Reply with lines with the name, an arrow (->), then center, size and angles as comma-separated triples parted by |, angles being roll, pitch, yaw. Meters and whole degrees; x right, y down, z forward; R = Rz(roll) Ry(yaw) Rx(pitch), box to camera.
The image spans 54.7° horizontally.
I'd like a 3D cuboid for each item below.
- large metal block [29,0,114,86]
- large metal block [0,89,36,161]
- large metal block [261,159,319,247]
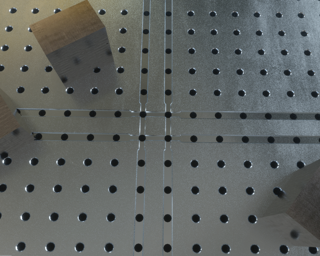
large metal block -> -0.116, -0.113, 0.423 | 0.080, 0.080, 0.050 | -30, 73, -10
large metal block -> -0.223, -0.002, 0.396 | 0.080, 0.050, 0.080 | -35, 74, -12
large metal block -> 0.171, 0.086, 0.353 | 0.050, 0.080, 0.080 | 40, 75, 13
